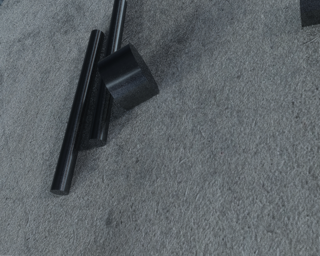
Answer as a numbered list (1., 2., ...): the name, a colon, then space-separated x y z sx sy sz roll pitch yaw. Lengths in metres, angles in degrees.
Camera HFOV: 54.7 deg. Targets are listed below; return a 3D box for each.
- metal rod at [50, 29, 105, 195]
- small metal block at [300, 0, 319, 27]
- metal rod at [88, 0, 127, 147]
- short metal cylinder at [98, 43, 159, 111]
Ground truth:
1. metal rod: -0.126 -0.042 0.495 0.025 0.025 0.299 -9 58 23
2. small metal block: 0.206 -0.160 0.394 0.050 0.025 0.050 -4 60 26
3. metal rod: -0.082 -0.108 0.513 0.025 0.025 0.299 -11 57 22
4. short metal cylinder: -0.043 -0.071 0.435 0.050 0.080 0.080 -29 52 10
